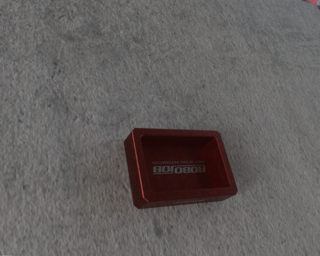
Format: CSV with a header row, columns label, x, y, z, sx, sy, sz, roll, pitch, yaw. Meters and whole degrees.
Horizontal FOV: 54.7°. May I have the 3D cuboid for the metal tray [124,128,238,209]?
label,x,y,z,sx,sy,sz,roll,pitch,yaw
metal tray,0.027,0.048,0.387,0.131,0.030,0.090,2,61,-28
